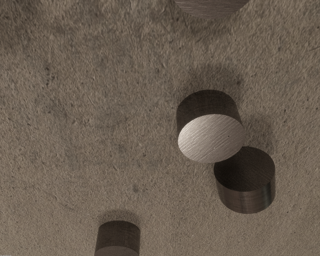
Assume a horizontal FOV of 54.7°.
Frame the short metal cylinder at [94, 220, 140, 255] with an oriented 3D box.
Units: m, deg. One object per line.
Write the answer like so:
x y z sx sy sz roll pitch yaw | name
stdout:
-0.078 0.216 0.574 0.081 0.050 0.079 0 130 0 | short metal cylinder

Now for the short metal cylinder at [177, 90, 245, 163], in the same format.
0.062 -0.001 0.391 0.081 0.050 0.079 0 130 0 | short metal cylinder

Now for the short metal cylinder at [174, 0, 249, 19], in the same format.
0.044 -0.143 0.269 0.081 0.050 0.079 0 130 0 | short metal cylinder

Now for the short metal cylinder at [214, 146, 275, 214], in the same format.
0.119 0.072 0.434 0.080 0.080 0.050 -11 129 9 | short metal cylinder
